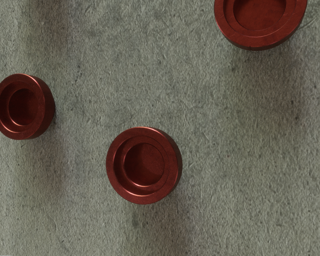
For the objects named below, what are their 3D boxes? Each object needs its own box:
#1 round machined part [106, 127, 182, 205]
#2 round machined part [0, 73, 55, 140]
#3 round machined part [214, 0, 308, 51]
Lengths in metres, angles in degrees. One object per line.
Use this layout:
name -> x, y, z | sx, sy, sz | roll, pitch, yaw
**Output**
round machined part -> -0.017, 0.047, 0.406 | 0.098, 0.042, 0.097 | 0, 90, 20
round machined part -> -0.201, -0.031, 0.471 | 0.098, 0.042, 0.097 | 0, 90, 20
round machined part -> 0.115, -0.138, 0.359 | 0.098, 0.042, 0.097 | 0, 90, 20
